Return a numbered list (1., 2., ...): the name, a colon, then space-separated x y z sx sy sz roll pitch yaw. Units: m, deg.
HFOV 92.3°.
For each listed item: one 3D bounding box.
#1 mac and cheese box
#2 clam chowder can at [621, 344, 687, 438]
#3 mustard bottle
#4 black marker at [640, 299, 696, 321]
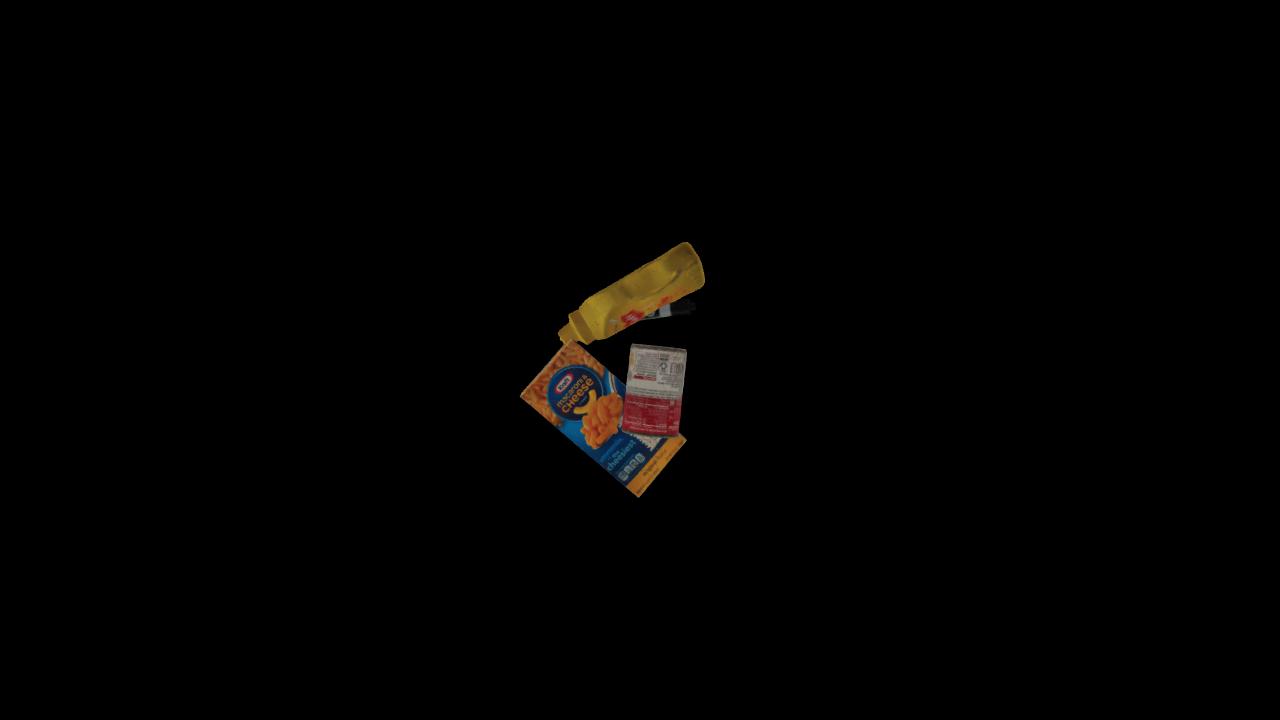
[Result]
1. mac and cheese box: -0.042 0.068 0.729 0.184 0.093 0.041 41 -2 -7
2. clam chowder can: 0.017 0.035 0.711 0.068 0.102 0.068 6 1 0
3. mustard bottle: -0.014 -0.069 0.727 0.184 0.054 0.092 -29 -6 -2
4. black marker: 0.007 -0.058 0.743 0.121 0.020 0.020 -6 -2 15
